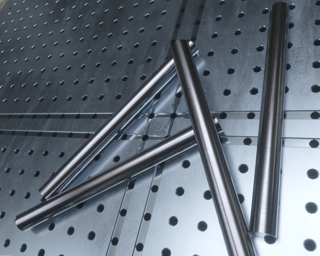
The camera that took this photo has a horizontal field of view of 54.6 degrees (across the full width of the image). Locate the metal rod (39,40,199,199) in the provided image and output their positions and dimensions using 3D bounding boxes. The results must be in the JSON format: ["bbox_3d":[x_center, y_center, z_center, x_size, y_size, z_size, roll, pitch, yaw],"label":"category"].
[{"bbox_3d":[-0.056,-0.014,0.447,0.300,0.025,0.025,-46,51,-4],"label":"metal rod"}]

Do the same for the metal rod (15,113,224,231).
[{"bbox_3d":[-0.060,0.062,0.402,0.300,0.025,0.025,-28,52,10],"label":"metal rod"}]

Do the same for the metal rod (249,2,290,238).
[{"bbox_3d":[0.130,-0.030,0.358,0.025,0.025,0.300,0,61,28],"label":"metal rod"}]

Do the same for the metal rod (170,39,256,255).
[{"bbox_3d":[0.055,0.023,0.339,0.025,0.025,0.299,-21,62,16],"label":"metal rod"}]
